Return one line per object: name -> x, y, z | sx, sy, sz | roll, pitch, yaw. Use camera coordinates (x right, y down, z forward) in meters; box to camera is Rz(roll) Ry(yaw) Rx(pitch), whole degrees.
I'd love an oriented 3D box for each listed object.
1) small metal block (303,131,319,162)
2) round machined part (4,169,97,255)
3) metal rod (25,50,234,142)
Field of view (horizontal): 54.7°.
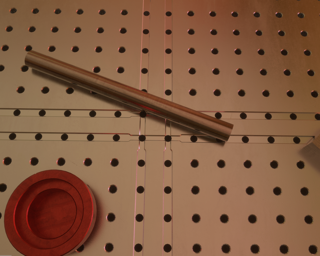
small metal block -> 0.229, 0.024, 0.406 | 0.050, 0.025, 0.050 | -40, 75, -14
round machined part -> -0.124, 0.101, 0.364 | 0.099, 0.042, 0.098 | 0, 70, -1
metal rod -> -0.047, -0.046, 0.428 | 0.301, 0.025, 0.025 | 21, 71, 7
